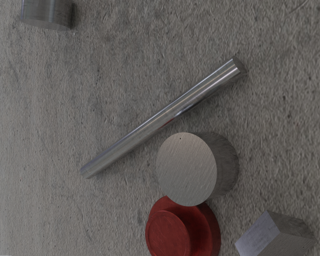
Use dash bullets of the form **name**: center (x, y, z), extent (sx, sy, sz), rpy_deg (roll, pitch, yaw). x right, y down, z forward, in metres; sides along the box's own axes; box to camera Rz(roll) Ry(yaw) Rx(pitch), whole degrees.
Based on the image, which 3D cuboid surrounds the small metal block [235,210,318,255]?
- **small metal block**: center (0.109, 0.109, 0.295), extent (0.050, 0.050, 0.025), rpy_deg (-58, 28, 24)

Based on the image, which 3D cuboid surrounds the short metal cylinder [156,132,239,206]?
- **short metal cylinder**: center (0.042, 0.044, 0.354), extent (0.080, 0.050, 0.079), rpy_deg (0, 90, 40)

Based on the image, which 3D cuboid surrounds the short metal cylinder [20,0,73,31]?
- **short metal cylinder**: center (-0.192, -0.200, 0.528), extent (0.080, 0.081, 0.050), rpy_deg (12, 98, 39)

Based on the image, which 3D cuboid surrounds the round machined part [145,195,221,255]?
- **round machined part**: center (0.020, 0.130, 0.377), extent (0.098, 0.042, 0.097), rpy_deg (0, 90, 40)

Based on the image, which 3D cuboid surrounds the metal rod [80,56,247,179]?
- **metal rod**: center (-0.016, 0.002, 0.418), extent (0.299, 0.025, 0.025), rpy_deg (-34, 69, 34)
